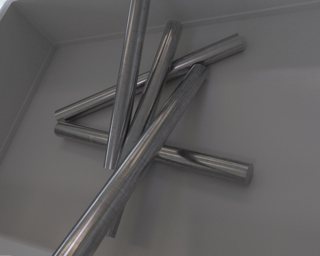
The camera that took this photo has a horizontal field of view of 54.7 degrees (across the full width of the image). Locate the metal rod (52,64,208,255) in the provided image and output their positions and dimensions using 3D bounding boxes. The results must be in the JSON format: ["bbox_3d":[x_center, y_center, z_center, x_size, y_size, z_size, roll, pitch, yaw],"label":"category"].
[{"bbox_3d":[-0.008,0.013,0.323,0.025,0.025,0.301,2,38,29],"label":"metal rod"}]

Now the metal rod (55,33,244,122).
[{"bbox_3d":[-0.026,-0.067,0.460,0.301,0.025,0.025,-20,54,16],"label":"metal rod"}]

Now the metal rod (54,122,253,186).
[{"bbox_3d":[-0.031,0.026,0.406,0.300,0.025,0.025,11,67,32],"label":"metal rod"}]

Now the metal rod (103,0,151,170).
[{"bbox_3d":[-0.035,-0.096,0.393,0.025,0.025,0.298,8,88,31],"label":"metal rod"}]

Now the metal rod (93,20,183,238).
[{"bbox_3d":[-0.019,-0.016,0.392,0.025,0.025,0.300,3,63,30],"label":"metal rod"}]
